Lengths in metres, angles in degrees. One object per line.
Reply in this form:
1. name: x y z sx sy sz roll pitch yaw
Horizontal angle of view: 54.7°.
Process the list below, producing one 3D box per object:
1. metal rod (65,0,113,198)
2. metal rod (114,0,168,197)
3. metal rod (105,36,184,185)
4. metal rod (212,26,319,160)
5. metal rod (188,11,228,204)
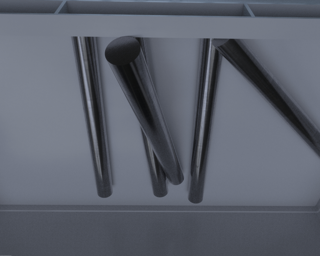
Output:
1. metal rod: -0.084 -0.012 0.397 0.025 0.025 0.298 1 130 -1
2. metal rod: -0.016 -0.012 0.398 0.025 0.025 0.298 -5 130 4
3. metal rod: 0.000 0.012 0.343 0.025 0.025 0.299 -8 153 7
4. metal rod: 0.164 -0.015 0.381 0.025 0.025 0.301 -36 127 26
5. metal rod: 0.057 0.000 0.408 0.025 0.025 0.298 0 130 0
